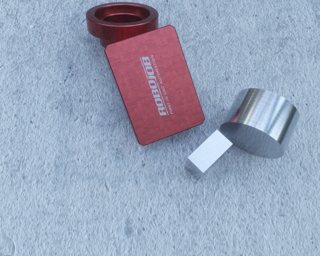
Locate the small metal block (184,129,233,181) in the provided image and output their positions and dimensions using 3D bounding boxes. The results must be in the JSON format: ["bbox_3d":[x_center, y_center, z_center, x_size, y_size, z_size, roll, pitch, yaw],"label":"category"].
[{"bbox_3d":[0.058,0.035,0.383,0.050,0.050,0.025,-42,76,-14],"label":"small metal block"}]

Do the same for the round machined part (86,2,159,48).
[{"bbox_3d":[-0.051,-0.141,0.435,0.099,0.042,0.098,1,39,-1],"label":"round machined part"}]

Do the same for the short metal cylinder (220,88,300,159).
[{"bbox_3d":[0.122,-0.004,0.382,0.080,0.080,0.050,28,72,9],"label":"short metal cylinder"}]

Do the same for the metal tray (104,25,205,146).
[{"bbox_3d":[-0.006,-0.053,0.394,0.091,0.030,0.129,-21,100,-8],"label":"metal tray"}]
